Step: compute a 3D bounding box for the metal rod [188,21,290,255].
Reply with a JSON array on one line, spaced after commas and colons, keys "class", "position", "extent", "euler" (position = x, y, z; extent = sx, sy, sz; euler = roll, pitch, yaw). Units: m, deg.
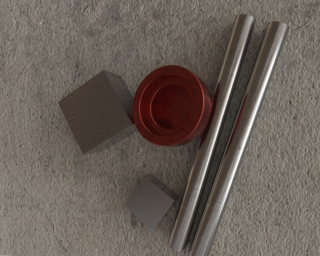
[{"class": "metal rod", "position": [0.093, 0.022, 0.375], "extent": [0.025, 0.025, 0.298], "euler": [20, 96, 18]}]

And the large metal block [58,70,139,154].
[{"class": "large metal block", "position": [-0.077, -0.020, 0.422], "extent": [0.080, 0.050, 0.080], "euler": [-31, 80, 17]}]

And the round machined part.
[{"class": "round machined part", "position": [0.018, -0.025, 0.385], "extent": [0.098, 0.042, 0.097], "euler": [-4, 81, 31]}]

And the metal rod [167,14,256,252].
[{"class": "metal rod", "position": [0.062, 0.011, 0.386], "extent": [0.025, 0.025, 0.298], "euler": [18, 96, 19]}]

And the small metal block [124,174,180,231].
[{"class": "small metal block", "position": [-0.010, 0.097, 0.412], "extent": [0.050, 0.025, 0.050], "euler": [37, 101, 16]}]
